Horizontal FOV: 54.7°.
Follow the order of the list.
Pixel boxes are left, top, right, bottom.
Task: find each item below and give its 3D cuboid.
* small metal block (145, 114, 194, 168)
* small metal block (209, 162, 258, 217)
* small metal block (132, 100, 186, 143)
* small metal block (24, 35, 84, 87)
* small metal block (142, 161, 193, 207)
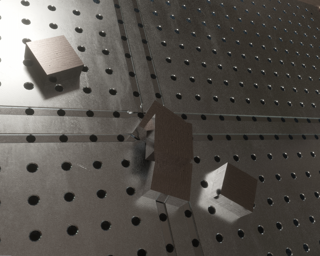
[{"bbox_3d":[0.011,0.016,0.374,0.050,0.025,0.050,15,56,-21],"label":"small metal block"},{"bbox_3d":[0.099,0.082,0.413,0.050,0.025,0.050,31,52,-9],"label":"small metal block"},{"bbox_3d":[-0.001,-0.001,0.410,0.050,0.025,0.050,34,51,-6],"label":"small metal block"},{"bbox_3d":[-0.133,-0.085,0.389,0.050,0.025,0.050,-27,77,-37],"label":"small metal block"},{"bbox_3d":[0.010,0.063,0.377,0.050,0.025,0.050,21,54,-16],"label":"small metal block"}]
